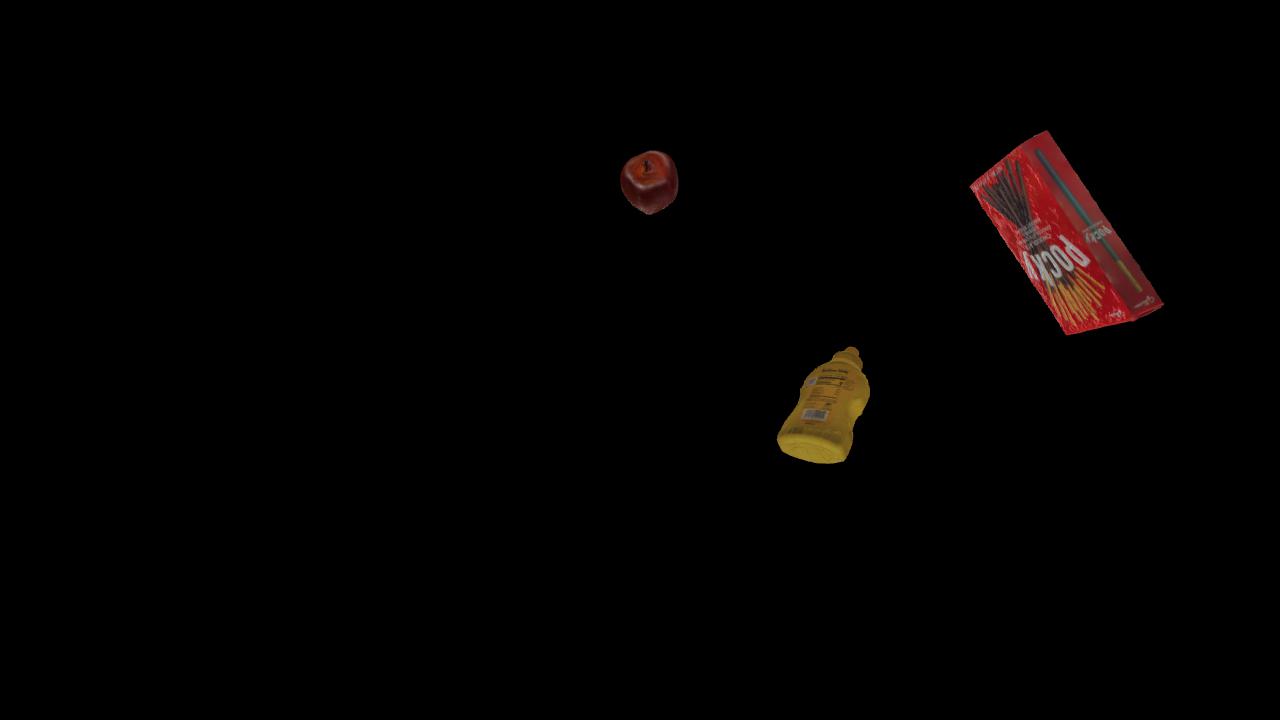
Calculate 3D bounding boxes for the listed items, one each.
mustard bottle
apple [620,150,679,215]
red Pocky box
[{"bbox_3d":[0.256,0.050,0.818,0.092,0.054,0.184,-3,43,44],"label":"mustard bottle"},{"bbox_3d":[0.014,-0.236,0.818,0.079,0.079,0.093,0,-16,7],"label":"apple"},{"bbox_3d":[0.330,-0.095,0.486,0.028,0.155,0.083,-28,-8,0],"label":"red Pocky box"}]
